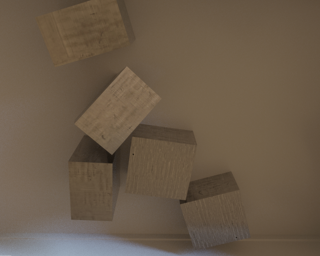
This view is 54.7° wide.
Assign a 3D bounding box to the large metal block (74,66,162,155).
[{"bbox_3d":[-0.053,-0.021,0.361,0.050,0.080,0.080,42,83,-14],"label":"large metal block"}]

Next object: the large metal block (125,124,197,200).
[{"bbox_3d":[0.000,0.044,0.414,0.081,0.050,0.079,8,110,-4],"label":"large metal block"}]

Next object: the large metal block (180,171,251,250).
[{"bbox_3d":[0.076,0.118,0.443,0.080,0.050,0.080,-15,110,5],"label":"large metal block"}]

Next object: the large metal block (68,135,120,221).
[{"bbox_3d":[-0.082,0.063,0.404,0.050,0.080,0.079,3,110,-2],"label":"large metal block"}]

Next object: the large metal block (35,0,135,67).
[{"bbox_3d":[-0.075,-0.108,0.341,0.080,0.080,0.050,-15,110,5],"label":"large metal block"}]
